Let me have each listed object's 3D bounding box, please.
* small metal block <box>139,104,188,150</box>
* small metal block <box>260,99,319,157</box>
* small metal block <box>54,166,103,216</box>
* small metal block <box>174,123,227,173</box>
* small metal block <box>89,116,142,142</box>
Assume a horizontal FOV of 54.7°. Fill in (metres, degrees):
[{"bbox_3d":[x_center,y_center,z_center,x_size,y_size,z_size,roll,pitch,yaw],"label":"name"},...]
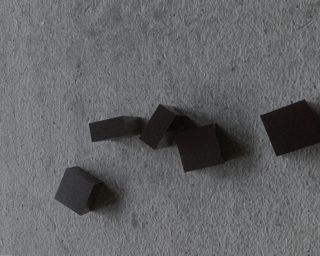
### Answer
[{"bbox_3d":[0.005,-0.001,0.394,0.025,0.050,0.050,35,101,17],"label":"small metal block"},{"bbox_3d":[0.150,0.000,0.356,0.050,0.025,0.050,-22,83,18],"label":"small metal block"},{"bbox_3d":[-0.118,0.091,0.451,0.050,0.025,0.050,27,99,18],"label":"small metal block"},{"bbox_3d":[0.051,0.025,0.391,0.050,0.025,0.050,-16,85,19],"label":"small metal block"},{"bbox_3d":[-0.058,0.001,0.416,0.050,0.050,0.025,-11,86,19],"label":"small metal block"}]
